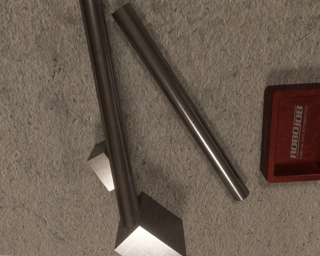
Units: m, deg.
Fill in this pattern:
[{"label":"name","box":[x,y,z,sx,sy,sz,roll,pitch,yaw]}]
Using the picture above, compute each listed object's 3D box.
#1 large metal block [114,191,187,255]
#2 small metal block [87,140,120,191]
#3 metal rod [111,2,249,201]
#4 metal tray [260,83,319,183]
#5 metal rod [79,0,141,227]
[{"label":"large metal block","box":[-0.012,0.149,0.435,0.080,0.080,0.050,39,105,-14]},{"label":"small metal block","box":[-0.067,0.047,0.413,0.025,0.050,0.050,-29,108,10]},{"label":"metal rod","box":[0.036,-0.021,0.402,0.025,0.025,0.299,-32,108,10]},{"label":"metal tray","box":[0.186,0.008,0.412,0.091,0.030,0.129,-3,110,0]},{"label":"metal rod","box":[-0.060,-0.027,0.366,0.025,0.025,0.298,-9,98,3]}]
